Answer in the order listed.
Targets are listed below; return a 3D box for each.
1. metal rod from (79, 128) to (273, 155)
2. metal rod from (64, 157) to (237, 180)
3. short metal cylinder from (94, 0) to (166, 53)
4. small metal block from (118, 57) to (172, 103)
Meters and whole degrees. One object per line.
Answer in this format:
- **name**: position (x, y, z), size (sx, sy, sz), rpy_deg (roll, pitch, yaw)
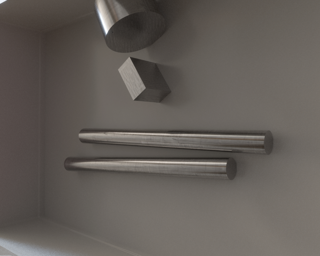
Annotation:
- **metal rod**: position (-0.006, 0.014, 0.409), size (0.300, 0.025, 0.025), rpy_deg (1, 90, 39)
- **metal rod**: position (-0.037, 0.053, 0.435), size (0.300, 0.025, 0.025), rpy_deg (-4, 88, 39)
- **short metal cylinder**: position (-0.039, -0.142, 0.401), size (0.080, 0.081, 0.050), rpy_deg (-33, 70, 35)
- **small metal block**: position (-0.020, -0.062, 0.405), size (0.025, 0.050, 0.050), rpy_deg (-41, 66, 32)
